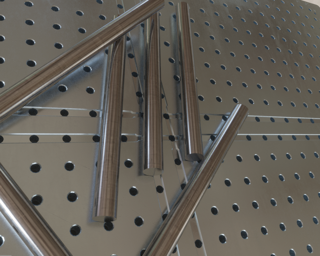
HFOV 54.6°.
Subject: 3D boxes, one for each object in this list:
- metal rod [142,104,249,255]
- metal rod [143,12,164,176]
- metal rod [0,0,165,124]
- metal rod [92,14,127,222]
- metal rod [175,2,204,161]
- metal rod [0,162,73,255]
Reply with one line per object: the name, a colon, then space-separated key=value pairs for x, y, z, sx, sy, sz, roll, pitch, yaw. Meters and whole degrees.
metal rod: x=0.055 y=0.063 z=0.398 sx=0.025 sy=0.025 sz=0.301 roll=40 pitch=51 yaw=-1
metal rod: x=-0.011 y=-0.076 z=0.447 sx=0.025 sy=0.025 sz=0.300 roll=12 pitch=57 yaw=-22
metal rod: x=-0.091 y=-0.103 z=0.398 sx=0.025 sy=0.025 sz=0.301 roll=43 pitch=58 yaw=1
metal rod: x=-0.060 y=-0.035 z=0.396 sx=0.025 sy=0.025 sz=0.300 roll=13 pitch=56 yaw=-21
metal rod: x=0.043 y=-0.090 z=0.485 sx=0.025 sy=0.025 sz=0.300 roll=13 pitch=56 yaw=-21
metal rod: x=-0.136 y=0.072 z=0.290 sx=0.300 sy=0.025 sz=0.025 roll=49 pitch=51 yaw=6
